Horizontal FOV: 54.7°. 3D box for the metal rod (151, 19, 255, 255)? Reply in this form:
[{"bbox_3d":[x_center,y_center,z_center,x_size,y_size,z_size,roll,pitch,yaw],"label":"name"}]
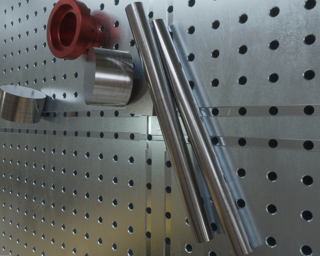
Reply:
[{"bbox_3d":[0.043,-0.001,0.374,0.025,0.025,0.299,-30,71,36],"label":"metal rod"}]

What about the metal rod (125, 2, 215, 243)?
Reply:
[{"bbox_3d":[0.010,-0.011,0.380,0.025,0.025,0.299,-21,83,38],"label":"metal rod"}]

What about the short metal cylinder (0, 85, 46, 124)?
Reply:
[{"bbox_3d":[-0.265,-0.046,0.593,0.080,0.081,0.050,28,108,36],"label":"short metal cylinder"}]

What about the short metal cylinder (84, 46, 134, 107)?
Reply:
[{"bbox_3d":[-0.074,-0.070,0.435,0.080,0.050,0.080,-176,90,-66],"label":"short metal cylinder"}]

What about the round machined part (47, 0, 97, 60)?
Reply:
[{"bbox_3d":[-0.144,-0.162,0.518,0.098,0.042,0.097,0,90,40],"label":"round machined part"}]

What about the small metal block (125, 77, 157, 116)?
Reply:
[{"bbox_3d":[-0.019,-0.043,0.425,0.050,0.025,0.050,8,95,39],"label":"small metal block"}]
